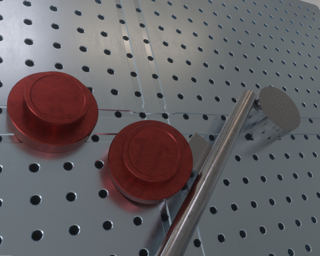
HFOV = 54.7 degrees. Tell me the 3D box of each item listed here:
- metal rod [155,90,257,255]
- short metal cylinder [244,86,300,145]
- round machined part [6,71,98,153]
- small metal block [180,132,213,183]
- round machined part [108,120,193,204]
[{"bbox_3d":[0.067,0.047,0.383,0.025,0.025,0.301,38,51,-3],"label":"metal rod"},{"bbox_3d":[0.176,-0.020,0.499,0.081,0.050,0.080,14,56,-21],"label":"short metal cylinder"},{"bbox_3d":[-0.118,-0.025,0.349,0.099,0.042,0.098,14,56,-21],"label":"round machined part"},{"bbox_3d":[0.049,0.042,0.409,0.050,0.025,0.050,41,51,0],"label":"small metal block"},{"bbox_3d":[-0.010,0.034,0.355,0.099,0.042,0.098,4,64,-8],"label":"round machined part"}]
